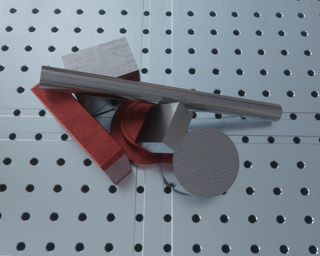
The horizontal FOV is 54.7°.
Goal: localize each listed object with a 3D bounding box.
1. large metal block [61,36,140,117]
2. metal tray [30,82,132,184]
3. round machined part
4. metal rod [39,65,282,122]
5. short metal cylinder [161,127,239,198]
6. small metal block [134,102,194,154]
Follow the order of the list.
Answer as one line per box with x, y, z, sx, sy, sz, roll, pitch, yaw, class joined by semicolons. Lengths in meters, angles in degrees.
-0.071;-0.063;0.403;0.080;0.080;0.050;-20;72;-7;large metal block
-0.091;0.004;0.374;0.030;0.090;0.130;-42;76;-14;metal tray
-0.016;0.000;0.405;0.099;0.042;0.098;0;70;-1;round machined part
0.017;-0.037;0.375;0.302;0.025;0.025;7;69;-19;metal rod
0.046;0.041;0.371;0.081;0.050;0.080;2;83;-15;short metal cylinder
0.004;0.001;0.352;0.025;0.050;0.050;37;66;-32;small metal block
